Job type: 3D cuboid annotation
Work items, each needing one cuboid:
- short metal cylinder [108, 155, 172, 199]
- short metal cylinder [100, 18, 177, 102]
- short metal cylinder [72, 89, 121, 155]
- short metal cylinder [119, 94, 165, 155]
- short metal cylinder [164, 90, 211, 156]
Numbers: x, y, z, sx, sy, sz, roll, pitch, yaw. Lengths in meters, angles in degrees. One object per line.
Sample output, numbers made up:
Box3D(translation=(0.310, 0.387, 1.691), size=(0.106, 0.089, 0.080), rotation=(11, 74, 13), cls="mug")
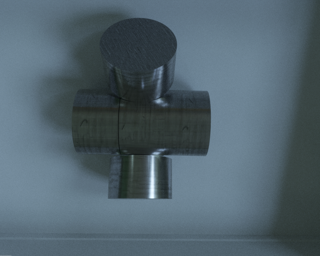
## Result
Box3D(translation=(-0.025, 0.065, 0.396), size=(0.081, 0.080, 0.050), rotation=(0, 76, 0), cls="short metal cylinder")
Box3D(translation=(-0.023, -0.076, 0.344), size=(0.081, 0.080, 0.050), rotation=(2, 148, -1), cls="short metal cylinder")
Box3D(translation=(-0.071, -0.007, 0.377), size=(0.050, 0.080, 0.079), rotation=(1, 110, 0), cls="short metal cylinder")
Box3D(translation=(-0.020, -0.006, 0.377), size=(0.050, 0.080, 0.079), rotation=(1, 110, 0), cls="short metal cylinder")
Box3D(translation=(0.031, -0.006, 0.378), size=(0.050, 0.080, 0.079), rotation=(1, 110, 0), cls="short metal cylinder")
